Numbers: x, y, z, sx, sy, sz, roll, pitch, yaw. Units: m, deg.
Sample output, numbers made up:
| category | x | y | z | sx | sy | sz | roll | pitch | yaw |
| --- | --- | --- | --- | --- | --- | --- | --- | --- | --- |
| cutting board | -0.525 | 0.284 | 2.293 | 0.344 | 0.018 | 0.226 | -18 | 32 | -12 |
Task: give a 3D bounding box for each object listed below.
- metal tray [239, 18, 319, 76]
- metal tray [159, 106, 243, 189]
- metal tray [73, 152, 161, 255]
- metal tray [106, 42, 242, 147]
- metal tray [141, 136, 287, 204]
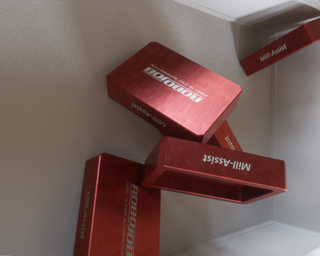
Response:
| category | x | y | z | sx | sy | sz | roll | pitch | yaw |
| --- | --- | --- | --- | --- | --- | --- | --- | --- | --- |
| metal tray | 0.208 | -0.134 | 0.510 | 0.091 | 0.130 | 0.030 | -27 | 91 | -37 |
| metal tray | 0.061 | 0.029 | 0.414 | 0.030 | 0.090 | 0.130 | -50 | 120 | -30 |
| metal tray | -0.043 | 0.101 | 0.342 | 0.090 | 0.030 | 0.130 | 23 | 57 | -37 |
| metal tray | 0.015 | -0.042 | 0.358 | 0.090 | 0.130 | 0.030 | -46 | 158 | -31 |
| metal tray | 0.053 | 0.050 | 0.331 | 0.131 | 0.090 | 0.030 | 12 | 65 | -9 |
